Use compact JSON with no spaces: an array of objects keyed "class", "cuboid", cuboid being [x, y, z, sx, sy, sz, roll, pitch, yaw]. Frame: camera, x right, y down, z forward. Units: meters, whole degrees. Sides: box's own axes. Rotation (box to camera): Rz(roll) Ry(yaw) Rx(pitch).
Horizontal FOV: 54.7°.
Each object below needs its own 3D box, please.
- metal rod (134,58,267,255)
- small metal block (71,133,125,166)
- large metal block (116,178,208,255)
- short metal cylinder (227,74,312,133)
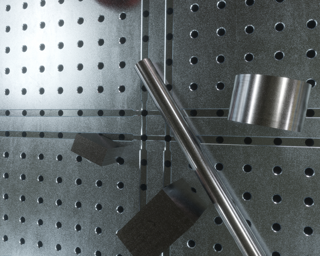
[{"class":"metal rod","cuboid":[0.049,0.041,0.394,0.025,0.025,0.299,-33,80,17]},{"class":"small metal block","cuboid":[-0.085,0.028,0.428,0.050,0.050,0.025,24,98,18]},{"class":"large metal block","cuboid":[0.006,0.112,0.381,0.080,0.080,0.050,-46,76,14]},{"class":"short metal cylinder","cuboid":[0.119,-0.027,0.341,0.080,0.080,0.050,11,94,19]}]
